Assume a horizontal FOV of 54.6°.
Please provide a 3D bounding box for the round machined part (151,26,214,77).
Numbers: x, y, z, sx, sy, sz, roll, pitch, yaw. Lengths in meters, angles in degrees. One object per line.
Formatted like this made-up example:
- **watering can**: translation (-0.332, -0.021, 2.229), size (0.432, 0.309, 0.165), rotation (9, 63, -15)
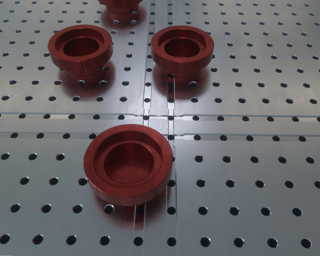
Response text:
- **round machined part**: translation (0.035, -0.119, 0.497), size (0.099, 0.042, 0.098), rotation (0, 50, 0)

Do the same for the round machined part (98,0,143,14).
- **round machined part**: translation (-0.077, -0.265, 0.619), size (0.099, 0.042, 0.098), rotation (0, 50, 0)

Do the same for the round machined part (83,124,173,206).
- **round machined part**: translation (-0.035, 0.045, 0.359), size (0.099, 0.042, 0.098), rotation (0, 50, 0)

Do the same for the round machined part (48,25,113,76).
- **round machined part**: translation (-0.124, -0.121, 0.498), size (0.099, 0.042, 0.098), rotation (0, 50, 0)
